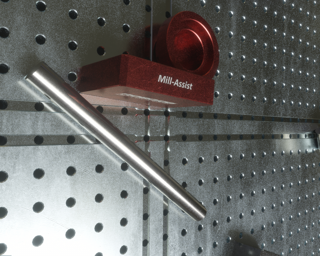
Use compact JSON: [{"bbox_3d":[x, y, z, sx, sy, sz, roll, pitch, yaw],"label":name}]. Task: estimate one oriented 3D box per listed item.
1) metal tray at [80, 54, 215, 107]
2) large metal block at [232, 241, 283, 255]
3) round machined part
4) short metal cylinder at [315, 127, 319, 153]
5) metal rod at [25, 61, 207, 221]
[{"bbox_3d":[-0.012,-0.048,0.356,0.131,0.090,0.030,7,86,-40],"label":"metal tray"},{"bbox_3d":[0.163,0.248,0.530,0.080,0.050,0.080,28,72,-37],"label":"large metal block"},{"bbox_3d":[0.033,-0.104,0.422,0.099,0.042,0.097,4,83,-39],"label":"round machined part"},{"bbox_3d":[0.407,0.025,0.714,0.081,0.080,0.050,-27,107,-37],"label":"short metal cylinder"},{"bbox_3d":[-0.033,0.035,0.381,0.300,0.025,0.025,45,63,-31],"label":"metal rod"}]
